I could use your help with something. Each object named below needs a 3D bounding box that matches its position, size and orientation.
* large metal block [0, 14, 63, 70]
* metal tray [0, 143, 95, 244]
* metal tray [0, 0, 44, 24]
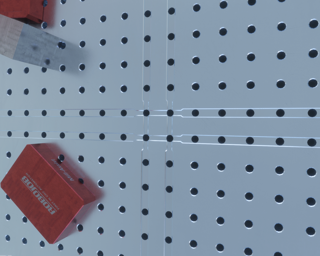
[{"bbox_3d":[-0.207,-0.129,0.457,0.080,0.080,0.050,24,98,18],"label":"large metal block"},{"bbox_3d":[-0.173,0.097,0.471,0.130,0.030,0.090,42,103,15],"label":"metal tray"},{"bbox_3d":[-0.249,-0.216,0.497,0.130,0.030,0.089,6,92,19],"label":"metal tray"}]
